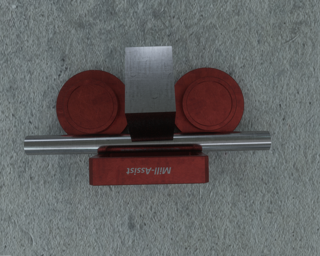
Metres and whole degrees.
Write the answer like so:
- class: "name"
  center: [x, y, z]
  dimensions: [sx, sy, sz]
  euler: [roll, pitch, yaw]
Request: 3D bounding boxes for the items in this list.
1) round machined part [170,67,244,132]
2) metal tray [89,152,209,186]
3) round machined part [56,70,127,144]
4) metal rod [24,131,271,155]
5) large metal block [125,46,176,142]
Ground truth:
- class: "round machined part"
  center: [0.061, -0.031, 0.403]
  dimensions: [0.099, 0.042, 0.097]
  euler: [0, 90, -1]
- class: "metal tray"
  center: [-0.012, 0.046, 0.378]
  dimensions: [0.131, 0.090, 0.030]
  euler: [-1, 90, -1]
- class: "round machined part"
  center: [-0.085, -0.027, 0.400]
  dimensions: [0.099, 0.042, 0.097]
  euler: [0, 90, -1]
- class: "metal rod"
  center: [-0.014, 0.019, 0.390]
  dimensions: [0.302, 0.025, 0.025]
  euler: [-1, 90, -1]
- class: "large metal block"
  center: [-0.011, -0.036, 0.357]
  dimensions: [0.050, 0.080, 0.080]
  euler: [-2, 67, -1]
